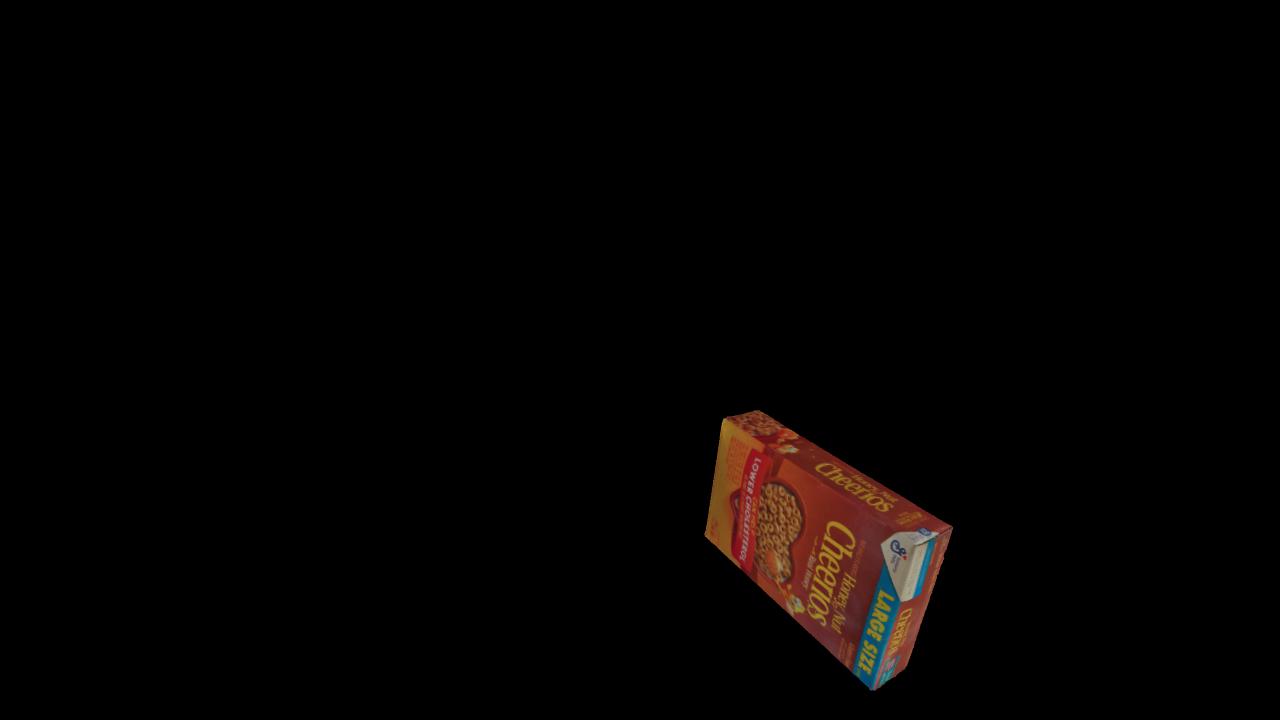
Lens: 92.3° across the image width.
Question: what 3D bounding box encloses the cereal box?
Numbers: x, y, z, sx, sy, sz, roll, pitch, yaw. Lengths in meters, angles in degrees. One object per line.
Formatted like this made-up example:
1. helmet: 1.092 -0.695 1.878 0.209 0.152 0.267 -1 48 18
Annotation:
1. cereal box: 0.213 0.219 0.776 0.081 0.203 0.306 -9 26 -32
